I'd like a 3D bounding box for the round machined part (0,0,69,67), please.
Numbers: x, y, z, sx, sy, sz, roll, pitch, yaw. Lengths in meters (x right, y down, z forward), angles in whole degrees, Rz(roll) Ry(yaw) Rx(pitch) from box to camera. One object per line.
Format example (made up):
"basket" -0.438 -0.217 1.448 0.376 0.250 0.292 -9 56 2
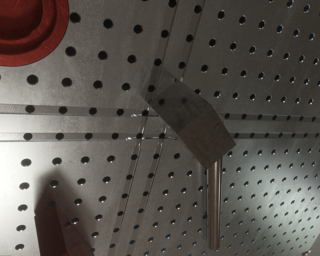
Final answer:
"round machined part" -0.132 -0.106 0.263 0.099 0.042 0.097 -14 125 -21

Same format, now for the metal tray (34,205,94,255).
"metal tray" -0.117 0.176 0.414 0.030 0.090 0.129 -28 128 -11

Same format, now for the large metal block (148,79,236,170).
"large metal block" 0.041 -0.005 0.397 0.050 0.080 0.080 -41 130 -1

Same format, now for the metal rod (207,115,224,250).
"metal rod" 0.093 0.109 0.532 0.025 0.025 0.298 -19 126 -18
